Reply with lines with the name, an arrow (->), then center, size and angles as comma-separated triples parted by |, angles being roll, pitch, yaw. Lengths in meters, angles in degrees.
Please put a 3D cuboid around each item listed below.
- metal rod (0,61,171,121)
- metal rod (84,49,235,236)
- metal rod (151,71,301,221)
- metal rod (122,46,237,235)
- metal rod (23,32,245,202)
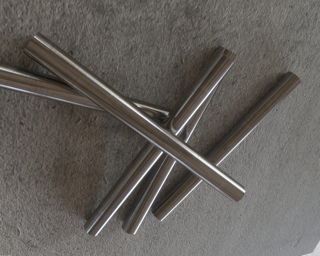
metal rod -> -0.105, -0.040, 0.324 | 0.302, 0.025, 0.025 | 13, 112, -34
metal rod -> -0.012, 0.032, 0.394 | 0.025, 0.025, 0.299 | 22, 114, -37
metal rod -> 0.099, 0.030, 0.479 | 0.300, 0.025, 0.025 | -46, 129, 4
metal rod -> 0.020, 0.028, 0.434 | 0.025, 0.025, 0.298 | 16, 110, -35
metal rod -> -0.010, 0.002, 0.349 | 0.301, 0.025, 0.025 | 37, 98, -22
